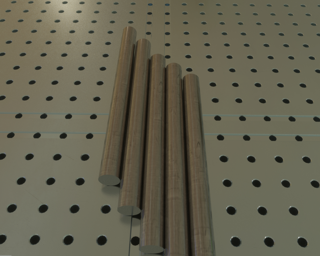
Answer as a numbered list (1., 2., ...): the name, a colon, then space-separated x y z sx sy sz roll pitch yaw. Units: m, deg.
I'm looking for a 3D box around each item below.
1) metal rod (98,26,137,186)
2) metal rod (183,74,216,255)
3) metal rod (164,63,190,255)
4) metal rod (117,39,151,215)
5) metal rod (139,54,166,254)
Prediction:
1. metal rod: -0.056 -0.055 0.452 0.025 0.025 0.300 1 50 0
2. metal rod: 0.044 0.042 0.372 0.025 0.025 0.300 1 50 0
3. metal rod: 0.019 0.022 0.388 0.025 0.025 0.300 1 50 0
4. metal rod: -0.031 -0.026 0.428 0.025 0.025 0.300 1 50 0
5. metal rod: -0.006 0.005 0.402 0.025 0.025 0.300 1 50 0
